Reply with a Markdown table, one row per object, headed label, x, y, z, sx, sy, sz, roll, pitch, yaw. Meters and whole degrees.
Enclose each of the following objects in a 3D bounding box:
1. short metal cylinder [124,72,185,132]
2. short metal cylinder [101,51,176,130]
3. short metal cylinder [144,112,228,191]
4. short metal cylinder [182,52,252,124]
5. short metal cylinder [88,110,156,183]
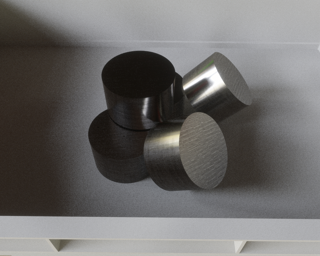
| label | x | y | z | sx | sy | sz | roll | pitch | yaw |
| --- | --- | --- | --- | --- | --- | --- | --- | --- | --- |
| short metal cylinder | -0.007 | -0.038 | 0.418 | 0.081 | 0.050 | 0.080 | 0 | 50 | 0 |
| short metal cylinder | -0.023 | -0.044 | 0.357 | 0.081 | 0.050 | 0.080 | 0 | 50 | 0 |
| short metal cylinder | 0.029 | 0.027 | 0.336 | 0.050 | 0.080 | 0.080 | -15 | 35 | 44 |
| short metal cylinder | 0.075 | -0.051 | 0.404 | 0.080 | 0.050 | 0.080 | 33 | 38 | -31 |
| short metal cylinder | -0.041 | 0.019 | 0.371 | 0.081 | 0.050 | 0.080 | 0 | 50 | 0 |
